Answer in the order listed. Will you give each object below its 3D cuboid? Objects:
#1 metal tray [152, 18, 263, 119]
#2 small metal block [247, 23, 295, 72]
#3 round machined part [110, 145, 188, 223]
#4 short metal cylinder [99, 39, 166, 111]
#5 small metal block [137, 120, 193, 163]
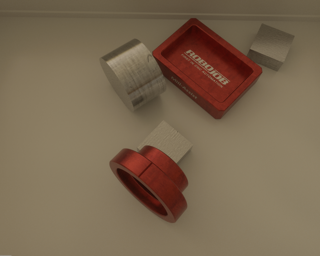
[{"bbox_3d":[0.064,-0.086,0.439,0.130,0.030,0.090,42,75,13],"label":"metal tray"},{"bbox_3d":[0.161,-0.118,0.455,0.050,0.025,0.050,25,72,8],"label":"small metal block"},{"bbox_3d":[-0.007,0.058,0.350,0.098,0.098,0.042,39,67,12],"label":"round machined part"},{"bbox_3d":[-0.036,-0.069,0.405,0.050,0.080,0.080,-34,74,-12],"label":"short metal cylinder"},{"bbox_3d":[0.006,0.027,0.399,0.050,0.025,0.050,40,73,13],"label":"small metal block"}]
